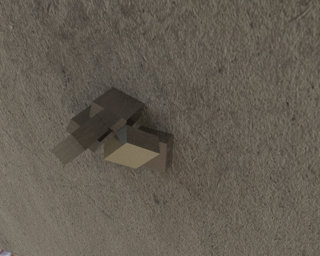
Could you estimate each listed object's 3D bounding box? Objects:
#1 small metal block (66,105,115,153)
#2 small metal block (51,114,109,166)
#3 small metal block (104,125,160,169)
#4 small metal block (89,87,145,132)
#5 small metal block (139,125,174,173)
[{"bbox_3d":[-0.095,-0.001,0.440,0.050,0.050,0.025,39,129,2],"label":"small metal block"},{"bbox_3d":[-0.099,0.015,0.387,0.050,0.050,0.025,-33,100,38],"label":"small metal block"},{"bbox_3d":[-0.036,0.025,0.393,0.050,0.025,0.050,22,139,-35],"label":"small metal block"},{"bbox_3d":[-0.055,-0.024,0.405,0.050,0.050,0.025,28,128,10],"label":"small metal block"},{"bbox_3d":[-0.010,0.029,0.430,0.050,0.025,0.050,15,125,19],"label":"small metal block"}]
